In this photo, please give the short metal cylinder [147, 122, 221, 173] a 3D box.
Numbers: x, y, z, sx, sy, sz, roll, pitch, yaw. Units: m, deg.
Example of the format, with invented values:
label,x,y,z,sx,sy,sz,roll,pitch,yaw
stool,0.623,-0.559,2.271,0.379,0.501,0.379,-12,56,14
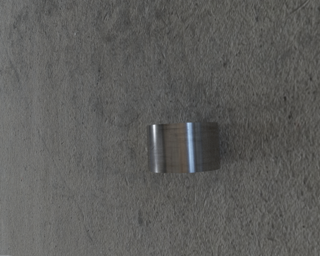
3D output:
label,x,y,z,sx,sy,sz,roll,pitch,yaw
short metal cylinder,0.026,0.021,0.348,0.080,0.081,0.050,-4,88,40
